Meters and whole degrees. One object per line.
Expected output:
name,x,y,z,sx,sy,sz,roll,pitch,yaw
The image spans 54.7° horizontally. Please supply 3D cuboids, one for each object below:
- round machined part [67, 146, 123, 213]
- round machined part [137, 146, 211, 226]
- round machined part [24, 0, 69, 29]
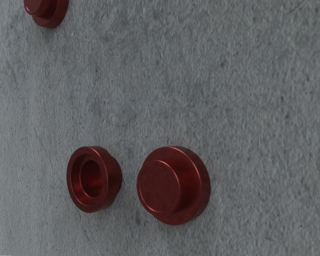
round machined part,-0.095,0.076,0.470,0.098,0.042,0.097,0,90,39
round machined part,0.010,0.072,0.384,0.098,0.042,0.097,0,90,39
round machined part,-0.212,-0.236,0.566,0.098,0.042,0.097,0,90,39
